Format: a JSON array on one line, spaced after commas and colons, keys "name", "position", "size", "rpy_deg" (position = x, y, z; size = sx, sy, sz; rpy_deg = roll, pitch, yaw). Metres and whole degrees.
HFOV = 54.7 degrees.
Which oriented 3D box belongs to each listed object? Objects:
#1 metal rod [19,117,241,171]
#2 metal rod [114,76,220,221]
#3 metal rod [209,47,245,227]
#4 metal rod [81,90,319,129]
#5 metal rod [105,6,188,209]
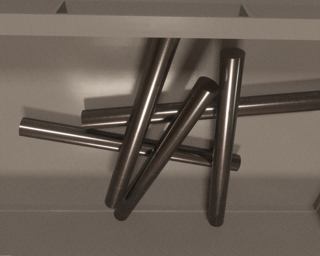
[{"name": "metal rod", "position": [-0.033, 0.025, 0.429], "size": [0.302, 0.025, 0.025], "rpy_deg": [10, 129, -10]}, {"name": "metal rod", "position": [-0.008, 0.050, 0.417], "size": [0.025, 0.025, 0.298], "rpy_deg": [17, 134, -15]}, {"name": "metal rod", "position": [0.082, 0.038, 0.408], "size": [0.025, 0.025, 0.298], "rpy_deg": [-3, 131, 2]}, {"name": "metal rod", "position": [0.053, -0.023, 0.390], "size": [0.302, 0.025, 0.025], "rpy_deg": [-5, 130, 3]}, {"name": "metal rod", "position": [-0.028, 0.003, 0.376], "size": [0.025, 0.025, 0.298], "rpy_deg": [13, 129, -11]}]
